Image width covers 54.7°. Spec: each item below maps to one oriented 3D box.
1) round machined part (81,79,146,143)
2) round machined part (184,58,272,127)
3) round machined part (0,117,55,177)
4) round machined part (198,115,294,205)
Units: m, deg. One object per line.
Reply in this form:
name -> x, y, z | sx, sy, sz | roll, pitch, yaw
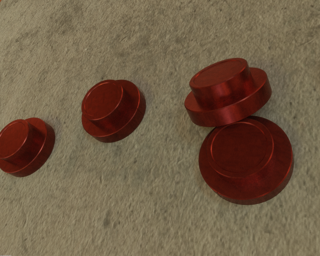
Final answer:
round machined part -> -0.073, -0.031, 0.449 | 0.098, 0.042, 0.098 | -13, 56, 20
round machined part -> 0.073, -0.046, 0.356 | 0.098, 0.042, 0.098 | -22, 25, 11
round machined part -> -0.220, 0.025, 0.491 | 0.098, 0.042, 0.098 | -13, 56, 20
round machined part -> 0.088, 0.028, 0.329 | 0.098, 0.042, 0.098 | -13, 56, 20
